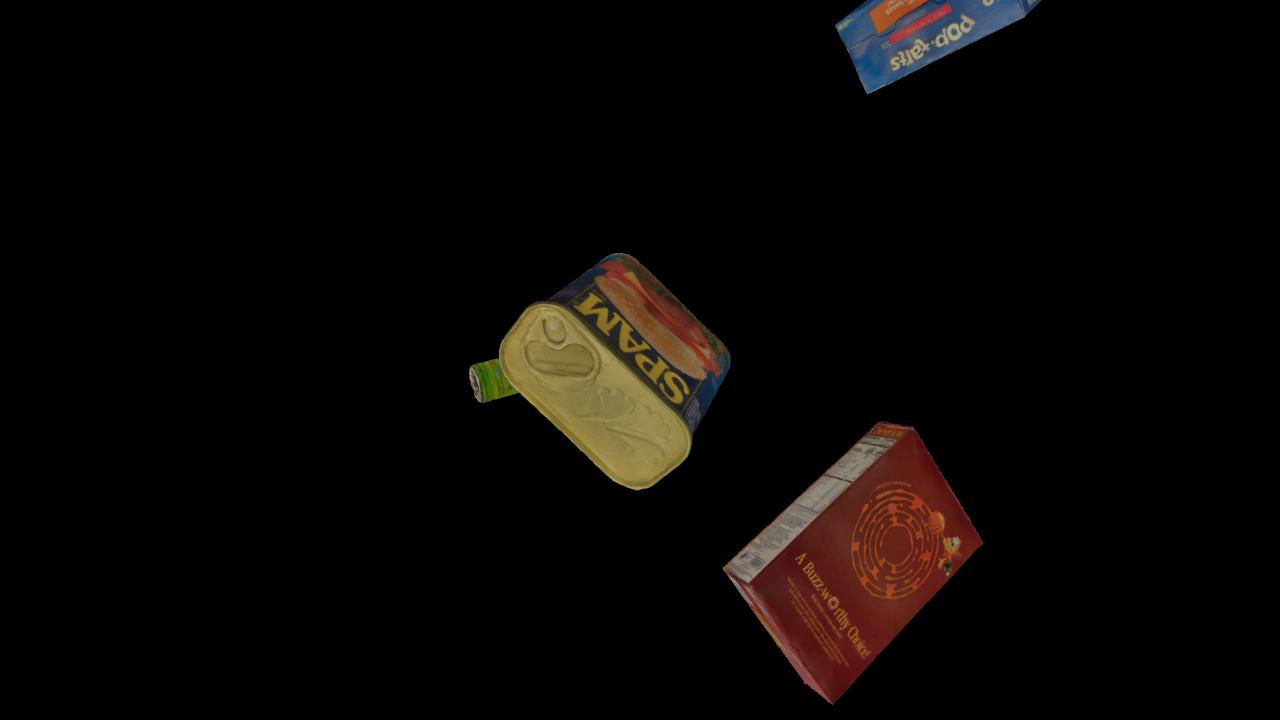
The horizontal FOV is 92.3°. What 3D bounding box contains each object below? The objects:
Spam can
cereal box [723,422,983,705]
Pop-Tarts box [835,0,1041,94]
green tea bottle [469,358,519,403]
[{"bbox_3d":[-0.008,0.001,0.321,0.058,0.101,0.085,-43,4,35],"label":"Spam can"},{"bbox_3d":[0.283,0.252,0.800,0.306,0.203,0.081,-38,11,-16],"label":"cereal box"},{"bbox_3d":[0.305,-0.357,0.595,0.141,0.083,0.167,-43,18,-22],"label":"Pop-Tarts box"},{"bbox_3d":[-0.194,0.016,1.103,0.212,0.073,0.073,-17,8,-28],"label":"green tea bottle"}]
